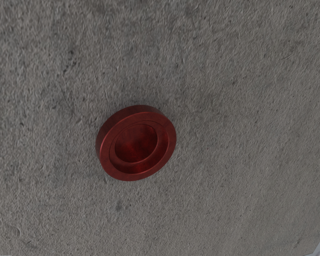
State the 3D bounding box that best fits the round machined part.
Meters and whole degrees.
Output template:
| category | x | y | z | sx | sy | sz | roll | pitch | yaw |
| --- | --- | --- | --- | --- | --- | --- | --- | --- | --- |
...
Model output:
| category | x | y | z | sx | sy | sz | roll | pitch | yaw |
| --- | --- | --- | --- | --- | --- | --- | --- | --- | --- |
| round machined part | -0.032 | 0.015 | 0.387 | 0.099 | 0.042 | 0.097 | -14 | 124 | -21 |
